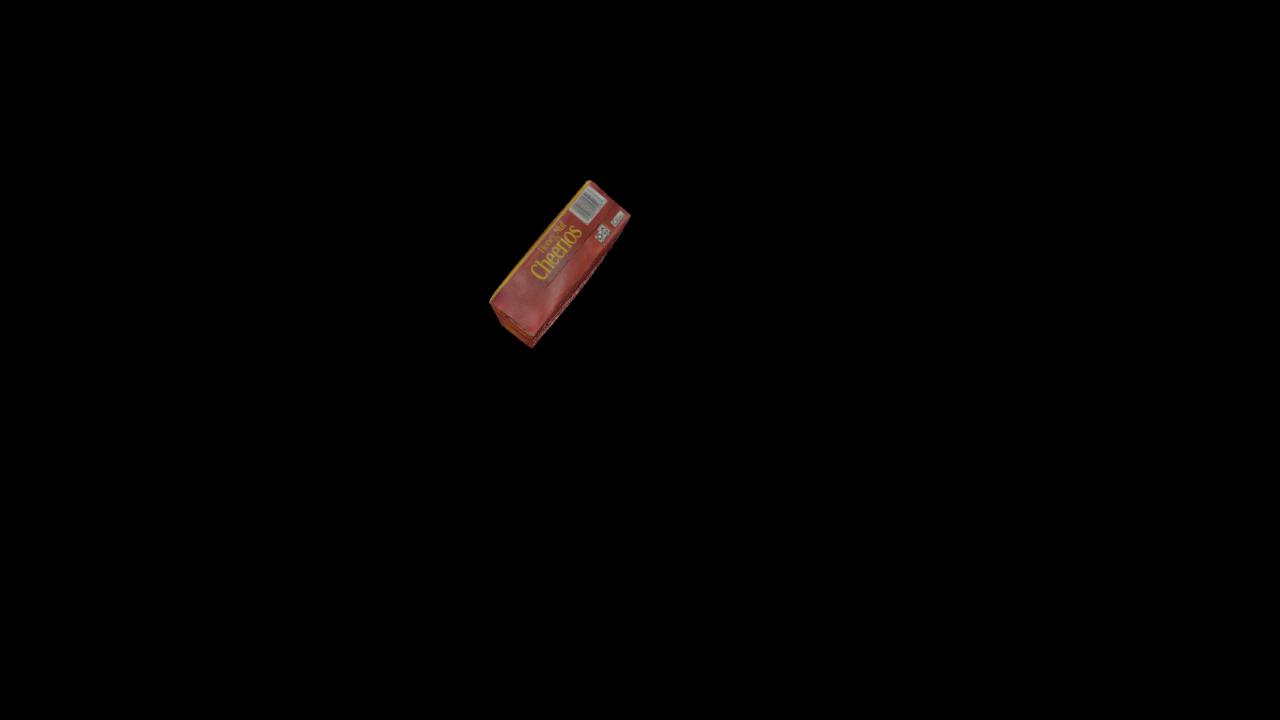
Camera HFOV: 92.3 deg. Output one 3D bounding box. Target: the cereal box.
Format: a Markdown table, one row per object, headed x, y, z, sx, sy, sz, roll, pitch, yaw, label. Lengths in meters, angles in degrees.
| x | y | z | sx | sy | sz | roll | pitch | yaw | label |
| --- | --- | --- | --- | --- | --- | --- | --- | --- | --- |
| -0.123 | -0.122 | 0.899 | 0.081 | 0.203 | 0.306 | 39 | -7 | -8 | cereal box |
